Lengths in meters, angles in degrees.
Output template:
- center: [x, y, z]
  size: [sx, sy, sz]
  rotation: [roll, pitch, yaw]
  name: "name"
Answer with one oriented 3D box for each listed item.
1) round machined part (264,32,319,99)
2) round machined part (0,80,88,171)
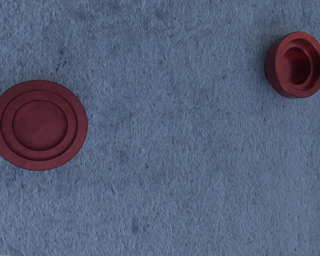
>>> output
- center: [0.201, -0.093, 0.474]
  size: [0.099, 0.042, 0.097]
  rotation: [0, 90, -20]
  name: "round machined part"
- center: [-0.135, -0.003, 0.350]
  size: [0.099, 0.042, 0.097]
  rotation: [0, 90, -20]
  name: "round machined part"
